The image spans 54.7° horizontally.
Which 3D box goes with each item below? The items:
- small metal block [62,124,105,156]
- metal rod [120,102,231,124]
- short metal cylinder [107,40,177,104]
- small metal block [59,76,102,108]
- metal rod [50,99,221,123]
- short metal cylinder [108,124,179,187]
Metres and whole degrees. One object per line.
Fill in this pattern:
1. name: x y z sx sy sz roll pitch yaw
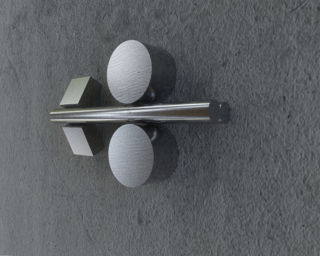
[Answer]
1. small metal block: -0.122 0.016 0.494 0.050 0.025 0.050 1 117 39
2. metal rod: -0.042 -0.018 0.441 0.300 0.025 0.025 1 91 40
3. short metal cylinder: -0.024 -0.071 0.410 0.080 0.050 0.079 0 90 40
4. small metal block: -0.128 -0.054 0.500 0.050 0.025 0.050 0 63 40
5. metal rod: -0.058 -0.019 0.422 0.300 0.025 0.025 1 90 40
6. short metal cylinder: -0.022 0.034 0.408 0.080 0.050 0.079 0 90 40
